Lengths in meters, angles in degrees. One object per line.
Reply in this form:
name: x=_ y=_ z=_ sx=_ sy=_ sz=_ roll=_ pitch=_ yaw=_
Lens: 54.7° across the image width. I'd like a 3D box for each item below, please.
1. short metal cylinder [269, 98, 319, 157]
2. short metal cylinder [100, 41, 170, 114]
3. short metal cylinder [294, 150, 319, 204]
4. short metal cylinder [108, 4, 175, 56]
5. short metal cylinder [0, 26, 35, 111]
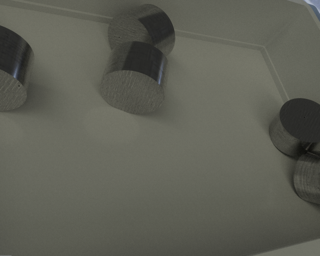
short metal cylinder: x=0.223 y=-0.001 z=0.496 sx=0.081 sy=0.050 sz=0.080 roll=1 pitch=60 yaw=-1
short metal cylinder: x=-0.031 y=-0.062 z=0.393 sx=0.080 sy=0.080 sz=0.050 roll=21 pitch=54 yaw=-17
short metal cylinder: x=0.248 y=0.075 z=0.460 sx=0.081 sy=0.050 sz=0.079 roll=0 pitch=90 yaw=-27
short metal cylinder: x=-0.026 y=-0.127 z=0.435 sx=0.080 sy=0.080 sz=0.050 roll=46 pitch=51 yaw=3
short metal cylinder: x=-0.174 y=-0.060 z=0.313 sx=0.081 sy=0.080 sz=0.050 roll=11 pitch=57 yaw=-23
